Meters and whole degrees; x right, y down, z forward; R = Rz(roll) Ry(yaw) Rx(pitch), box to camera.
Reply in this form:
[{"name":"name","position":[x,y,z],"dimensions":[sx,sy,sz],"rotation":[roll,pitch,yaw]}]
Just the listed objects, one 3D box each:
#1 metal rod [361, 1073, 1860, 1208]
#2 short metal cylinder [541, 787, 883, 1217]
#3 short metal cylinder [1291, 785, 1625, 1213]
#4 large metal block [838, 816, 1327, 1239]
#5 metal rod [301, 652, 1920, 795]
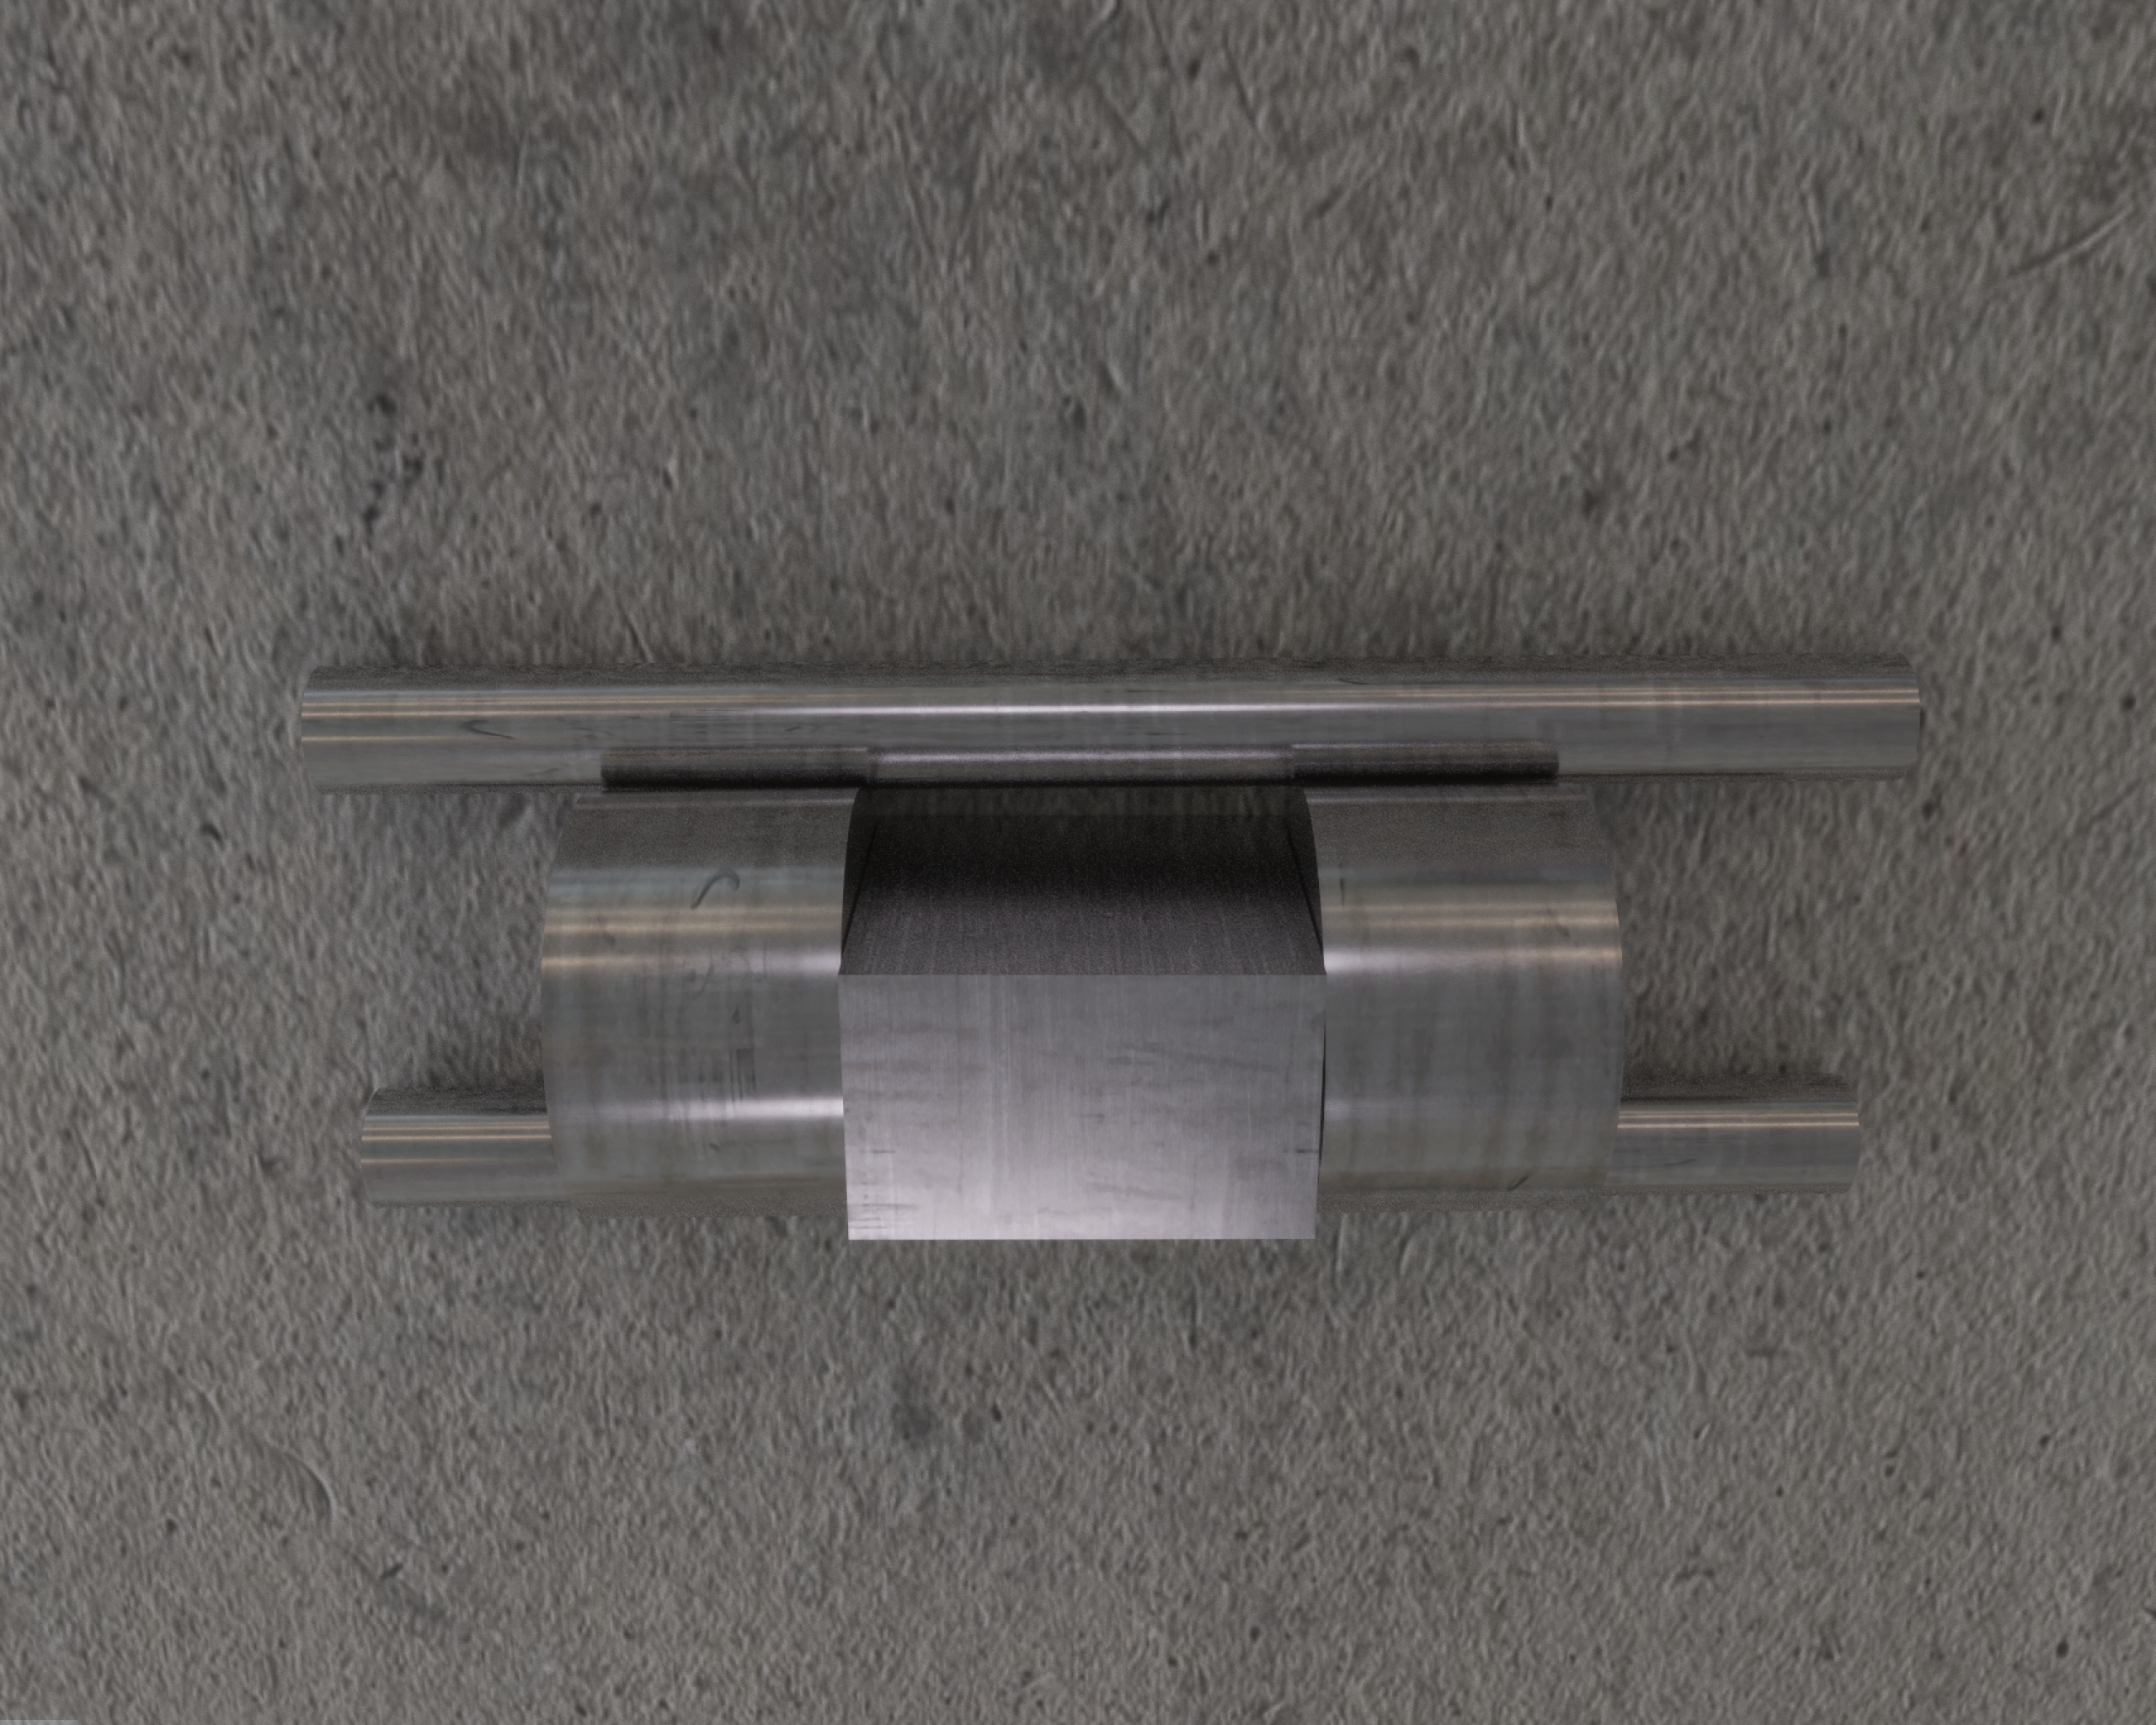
[{"name":"metal rod","position":[0.007,0.058,0.432],"dimensions":[0.302,0.025,0.025],"rotation":[-1,110,0]},{"name":"short metal cylinder","position":[-0.065,0.026,0.390],"dimensions":[0.050,0.080,0.079],"rotation":[-1,110,0]},{"name":"short metal cylinder","position":[0.067,0.025,0.391],"dimensions":[0.050,0.080,0.079],"rotation":[-1,110,0]},{"name":"large metal block","position":[0.001,0.028,0.389],"dimensions":[0.081,0.080,0.050],"rotation":[0,110,0]},{"name":"metal rod","position":[0.007,-0.027,0.401],"dimensions":[0.302,0.025,0.025],"rotation":[-1,110,0]}]
